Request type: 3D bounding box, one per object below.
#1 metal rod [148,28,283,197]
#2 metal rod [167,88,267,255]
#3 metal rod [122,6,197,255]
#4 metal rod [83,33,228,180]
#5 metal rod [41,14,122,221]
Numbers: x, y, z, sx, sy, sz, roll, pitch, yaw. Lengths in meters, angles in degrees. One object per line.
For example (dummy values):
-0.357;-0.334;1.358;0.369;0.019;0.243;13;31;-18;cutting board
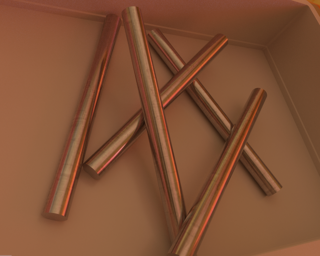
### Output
0.076;-0.030;0.463;0.025;0.025;0.299;-28;77;-37;metal rod
0.087;0.037;0.393;0.025;0.025;0.301;39;49;-2;metal rod
-0.004;-0.002;0.362;0.025;0.025;0.299;-6;78;-31;metal rod
0.012;-0.046;0.416;0.025;0.025;0.301;42;58;0;metal rod
-0.086;-0.038;0.382;0.025;0.025;0.300;19;54;-17;metal rod
